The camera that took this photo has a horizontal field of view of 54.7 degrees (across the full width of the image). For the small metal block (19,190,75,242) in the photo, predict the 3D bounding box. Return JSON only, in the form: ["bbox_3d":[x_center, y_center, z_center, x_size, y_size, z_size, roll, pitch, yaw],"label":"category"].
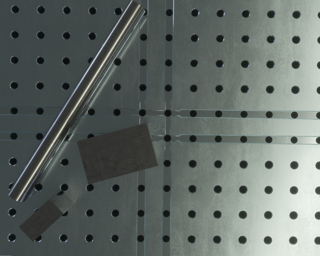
[{"bbox_3d":[-0.144,0.112,0.399,0.050,0.050,0.025,-43,91,0],"label":"small metal block"}]

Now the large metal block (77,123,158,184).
[{"bbox_3d":[-0.048,0.028,0.385,0.080,0.080,0.050,-15,90,0],"label":"large metal block"}]

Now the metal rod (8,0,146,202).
[{"bbox_3d":[-0.110,-0.035,0.411,0.025,0.025,0.299,32,90,-1],"label":"metal rod"}]
